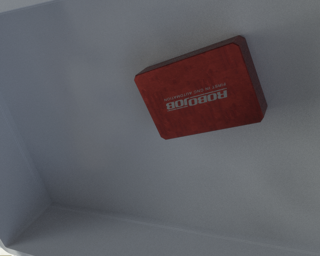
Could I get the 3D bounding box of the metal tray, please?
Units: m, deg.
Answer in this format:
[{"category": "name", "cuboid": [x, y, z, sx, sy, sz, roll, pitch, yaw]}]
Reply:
[{"category": "metal tray", "cuboid": [0.045, -0.041, 0.356, 0.130, 0.030, 0.090, -12, 113, 33]}]
